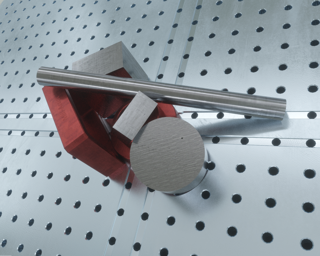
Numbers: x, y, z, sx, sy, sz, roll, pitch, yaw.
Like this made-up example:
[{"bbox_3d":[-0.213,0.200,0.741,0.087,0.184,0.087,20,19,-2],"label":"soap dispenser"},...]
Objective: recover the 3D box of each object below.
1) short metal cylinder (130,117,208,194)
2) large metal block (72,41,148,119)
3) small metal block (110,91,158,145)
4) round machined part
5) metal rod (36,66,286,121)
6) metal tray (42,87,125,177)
[{"bbox_3d":[0.012,0.033,0.349,0.080,0.050,0.080,-3,74,12],"label":"short metal cylinder"},{"bbox_3d":[-0.069,-0.066,0.446,0.080,0.080,0.050,-19,55,16],"label":"large metal block"},{"bbox_3d":[-0.031,-0.010,0.357,0.025,0.050,0.050,35,76,-5],"label":"small metal block"},{"bbox_3d":[-0.024,-0.003,0.414,0.098,0.042,0.098,-13,56,20],"label":"round machined part"},{"bbox_3d":[-0.007,-0.044,0.376,0.301,0.025,0.025,9,65,10],"label":"metal rod"},{"bbox_3d":[-0.105,-0.003,0.421,0.030,0.090,0.130,-38,51,3],"label":"metal tray"}]
